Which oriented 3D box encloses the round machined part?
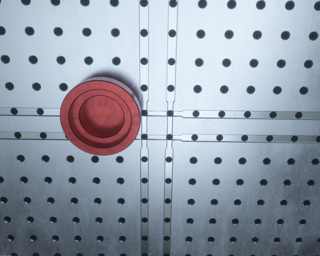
[{"bbox_3d":[-0.073,-0.017,0.397,0.099,0.042,0.097,0,110,0],"label":"round machined part"}]
